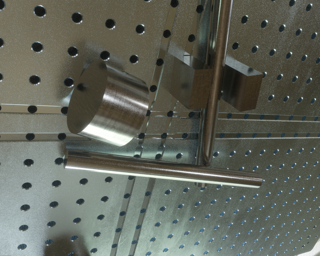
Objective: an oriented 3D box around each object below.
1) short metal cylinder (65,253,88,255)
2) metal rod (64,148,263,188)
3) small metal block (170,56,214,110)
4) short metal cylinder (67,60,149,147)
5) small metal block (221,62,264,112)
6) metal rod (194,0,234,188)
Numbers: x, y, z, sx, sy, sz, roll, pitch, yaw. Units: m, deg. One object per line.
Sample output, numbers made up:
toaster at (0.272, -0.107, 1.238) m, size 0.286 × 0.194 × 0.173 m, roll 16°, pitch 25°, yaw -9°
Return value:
short metal cylinder at (-0.135, 0.239, 0.470) m, size 0.081 × 0.050 × 0.079 m, roll -14°, pitch 124°, yaw -21°
metal rod at (0.022, 0.061, 0.436) m, size 0.302 × 0.025 × 0.025 m, roll 10°, pitch 114°, yaw -25°
small metal block at (0.037, -0.057, 0.380) m, size 0.025 × 0.050 × 0.050 m, roll -8°, pitch 122°, yaw -24°
short metal cylinder at (-0.056, -0.025, 0.329) m, size 0.050 × 0.080 × 0.080 m, roll 22°, pitch 107°, yaw -36°
small metal block at (0.108, -0.057, 0.419) m, size 0.025 × 0.050 × 0.050 m, roll -11°, pitch 123°, yaw -23°
metal rod at (0.070, -0.039, 0.424) m, size 0.025 × 0.025 × 0.298 m, roll -13°, pitch 124°, yaw -22°
